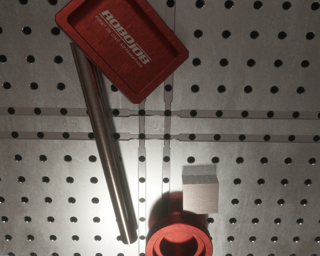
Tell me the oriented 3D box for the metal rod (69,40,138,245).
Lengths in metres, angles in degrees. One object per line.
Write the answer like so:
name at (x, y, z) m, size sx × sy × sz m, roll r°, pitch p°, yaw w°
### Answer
metal rod at (-0.071, 0.032, 0.424) m, size 0.025 × 0.025 × 0.298 m, roll -9°, pitch 110°, yaw 3°

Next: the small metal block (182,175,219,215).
small metal block at (0.058, 0.097, 0.450) m, size 0.050 × 0.025 × 0.050 m, roll -2°, pitch 110°, yaw 0°

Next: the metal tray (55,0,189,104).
metal tray at (-0.041, -0.103, 0.358) m, size 0.090 × 0.030 × 0.130 m, roll -44°, pitch 106°, yaw -4°

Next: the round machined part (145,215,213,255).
round machined part at (0.028, 0.172, 0.468) m, size 0.099 × 0.042 × 0.097 m, roll 0°, pitch 110°, yaw -1°
